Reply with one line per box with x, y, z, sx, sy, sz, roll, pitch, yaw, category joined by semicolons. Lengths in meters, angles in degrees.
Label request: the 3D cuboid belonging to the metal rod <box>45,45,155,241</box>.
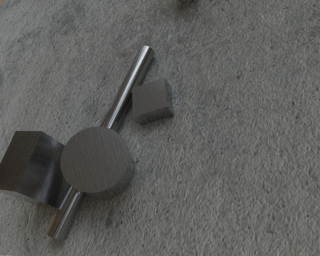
-0.076;0.008;0.439;0.025;0.025;0.300;11;67;33;metal rod

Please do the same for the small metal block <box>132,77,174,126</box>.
-0.010;-0.037;0.432;0.050;0.025;0.050;-16;55;18;small metal block

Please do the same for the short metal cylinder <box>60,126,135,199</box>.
-0.074;0.044;0.382;0.080;0.050;0.080;-1;68;3;short metal cylinder

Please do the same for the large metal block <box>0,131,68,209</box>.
-0.164;0.058;0.419;0.050;0.080;0.080;0;62;28;large metal block
